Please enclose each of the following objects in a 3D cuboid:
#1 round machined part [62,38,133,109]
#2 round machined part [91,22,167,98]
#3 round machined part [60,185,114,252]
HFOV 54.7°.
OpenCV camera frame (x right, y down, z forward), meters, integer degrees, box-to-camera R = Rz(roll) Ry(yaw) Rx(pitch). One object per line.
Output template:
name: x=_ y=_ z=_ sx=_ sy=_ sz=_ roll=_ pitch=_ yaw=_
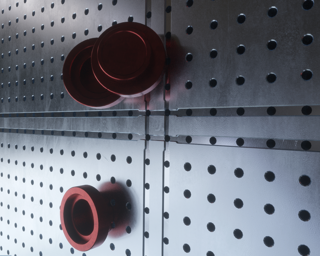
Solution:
round machined part: x=-0.085 y=-0.076 z=0.447 sx=0.099 sy=0.042 sz=0.097 roll=0 pitch=86 yaw=6
round machined part: x=-0.042 y=-0.091 z=0.401 sx=0.099 sy=0.042 sz=0.097 roll=0 pitch=86 yaw=6
round machined part: x=-0.111 y=0.138 z=0.487 sx=0.098 sy=0.042 sz=0.097 roll=0 pitch=90 yaw=39
